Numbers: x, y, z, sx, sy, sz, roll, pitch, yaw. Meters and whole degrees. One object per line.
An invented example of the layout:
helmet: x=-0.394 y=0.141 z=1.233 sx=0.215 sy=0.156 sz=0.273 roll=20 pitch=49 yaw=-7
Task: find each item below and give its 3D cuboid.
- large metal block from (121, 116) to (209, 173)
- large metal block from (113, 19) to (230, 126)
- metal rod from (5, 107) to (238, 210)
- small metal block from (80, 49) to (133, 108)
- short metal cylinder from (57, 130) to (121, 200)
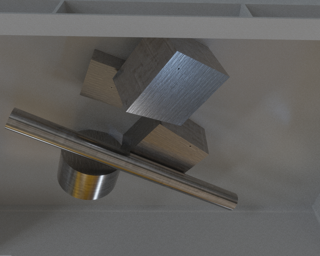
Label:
large metal block: x=0.005 y=0.022 z=0.411 sx=0.080 sy=0.050 sz=0.080 roll=32 pitch=123 yaw=-25
large metal block: x=0.011 y=-0.053 z=0.327 sx=0.081 sy=0.050 sz=0.080 roll=13 pitch=130 yaw=-43
metal rod: x=-0.030 y=0.046 z=0.382 sx=0.302 sy=0.025 sz=0.025 roll=23 pitch=126 yaw=-19
small metal block: x=-0.060 y=-0.056 z=0.360 sx=0.050 sy=0.025 sz=0.050 roll=18 pitch=128 yaw=-15
short metal cylinder: x=-0.092 y=0.048 z=0.412 sx=0.081 sy=0.080 sz=0.050 roll=13 pitch=129 yaw=-12
